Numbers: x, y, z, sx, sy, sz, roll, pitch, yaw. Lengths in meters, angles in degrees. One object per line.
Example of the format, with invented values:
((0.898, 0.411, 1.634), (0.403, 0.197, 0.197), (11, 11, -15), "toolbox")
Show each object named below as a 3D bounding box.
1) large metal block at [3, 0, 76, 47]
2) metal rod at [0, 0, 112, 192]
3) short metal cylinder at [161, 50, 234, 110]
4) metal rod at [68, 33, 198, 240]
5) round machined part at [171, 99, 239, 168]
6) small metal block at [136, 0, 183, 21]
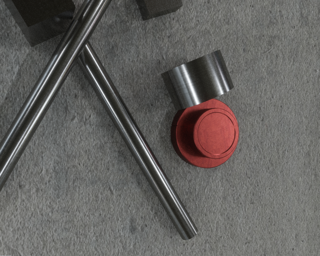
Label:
((-0.137, -0.142, 0.329), (0.050, 0.080, 0.080), (-32, 101, -17), "large metal block")
((-0.133, -0.031, 0.342), (0.025, 0.025, 0.299), (30, 87, -18), "metal rod")
((0.048, -0.062, 0.399), (0.081, 0.080, 0.050), (-26, 99, -19), "short metal cylinder")
((-0.031, 0.017, 0.398), (0.025, 0.025, 0.299), (-33, 101, -17), "metal rod")
((0.068, 0.007, 0.426), (0.099, 0.042, 0.097), (0, 90, -21), "round machined part")
((-0.005, -0.176, 0.408), (0.050, 0.025, 0.050), (-23, 98, -19), "small metal block")
